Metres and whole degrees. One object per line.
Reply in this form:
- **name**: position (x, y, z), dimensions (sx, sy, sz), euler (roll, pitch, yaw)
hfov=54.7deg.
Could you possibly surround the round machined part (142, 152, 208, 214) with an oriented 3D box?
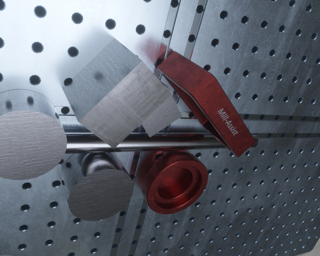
- **round machined part**: position (0.018, 0.076, 0.457), dimensions (0.099, 0.042, 0.097), euler (-14, 124, -21)

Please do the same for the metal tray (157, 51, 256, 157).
- **metal tray**: position (0.058, -0.028, 0.383), dimensions (0.030, 0.090, 0.130), euler (-43, 129, 1)

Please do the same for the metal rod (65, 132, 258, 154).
- **metal rod**: position (0.019, 0.019, 0.433), dimensions (0.303, 0.025, 0.025), euler (1, 118, -29)

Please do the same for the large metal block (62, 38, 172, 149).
- **large metal block**: position (-0.048, -0.039, 0.325), dimensions (0.080, 0.080, 0.050), euler (-44, 130, 2)

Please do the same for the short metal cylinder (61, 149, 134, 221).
- **short metal cylinder**: position (-0.080, 0.070, 0.394), dimensions (0.081, 0.050, 0.079), euler (-14, 124, -21)

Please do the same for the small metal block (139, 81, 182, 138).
- **small metal block**: position (-0.007, -0.024, 0.392), dimensions (0.050, 0.025, 0.050), euler (-34, 129, -6)

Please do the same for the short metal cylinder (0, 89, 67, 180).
- **short metal cylinder**: position (-0.142, 0.007, 0.320), dimensions (0.081, 0.050, 0.079), euler (-14, 124, -21)
